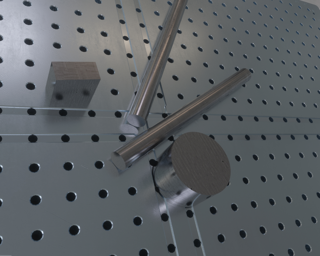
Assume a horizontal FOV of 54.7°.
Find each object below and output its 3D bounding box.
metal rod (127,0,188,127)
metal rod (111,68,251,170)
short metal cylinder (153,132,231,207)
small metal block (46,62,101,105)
[{"bbox_3d":[0.005,-0.125,0.486,0.025,0.025,0.300,26,52,-12],"label":"metal rod"},{"bbox_3d":[0.050,-0.028,0.452,0.302,0.025,0.025,-34,81,-38],"label":"metal rod"},{"bbox_3d":[0.039,0.051,0.382,0.081,0.050,0.080,14,56,-21],"label":"short metal cylinder"},{"bbox_3d":[-0.104,-0.053,0.369,0.050,0.050,0.025,-7,66,-31],"label":"small metal block"}]
